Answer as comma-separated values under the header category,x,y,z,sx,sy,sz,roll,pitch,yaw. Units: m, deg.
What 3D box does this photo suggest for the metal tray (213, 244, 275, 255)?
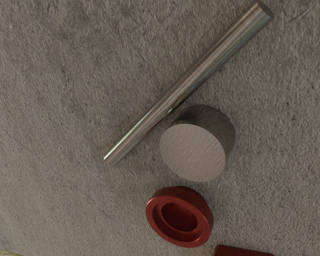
category,x,y,z,sx,sy,sz,roll,pitch,yaw
metal tray,0.136,0.246,0.483,0.090,0.030,0.129,0,119,27

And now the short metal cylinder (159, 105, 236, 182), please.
category,x,y,z,sx,sy,sz,roll,pitch,yaw
short metal cylinder,0.046,0.018,0.377,0.080,0.050,0.079,13,124,20

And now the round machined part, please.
category,x,y,z,sx,sy,sz,roll,pitch,yaw
round machined part,0.032,0.124,0.455,0.098,0.042,0.097,13,124,20

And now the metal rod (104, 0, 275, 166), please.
category,x,y,z,sx,sy,sz,roll,pitch,yaw
metal rod,0.011,-0.032,0.379,0.025,0.025,0.299,45,129,-3
